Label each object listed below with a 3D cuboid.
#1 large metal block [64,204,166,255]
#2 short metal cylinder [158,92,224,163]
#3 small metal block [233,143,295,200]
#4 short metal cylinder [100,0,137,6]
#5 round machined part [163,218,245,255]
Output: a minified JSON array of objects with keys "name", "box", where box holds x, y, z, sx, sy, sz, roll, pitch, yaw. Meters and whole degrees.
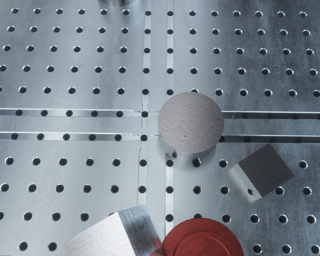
[{"name":"large metal block","box":[-0.044,0.139,0.329,0.080,0.050,0.080,-34,71,22]},{"name":"short metal cylinder","box":[0.038,0.000,0.398,0.081,0.050,0.080,0,70,0]},{"name":"small metal block","box":[0.130,0.055,0.392,0.050,0.025,0.050,-30,73,-11]},{"name":"short metal cylinder","box":[-0.067,-0.240,0.486,0.081,0.050,0.080,0,70,0]},{"name":"round machined part","box":[0.047,0.151,0.348,0.099,0.042,0.098,0,70,0]}]
